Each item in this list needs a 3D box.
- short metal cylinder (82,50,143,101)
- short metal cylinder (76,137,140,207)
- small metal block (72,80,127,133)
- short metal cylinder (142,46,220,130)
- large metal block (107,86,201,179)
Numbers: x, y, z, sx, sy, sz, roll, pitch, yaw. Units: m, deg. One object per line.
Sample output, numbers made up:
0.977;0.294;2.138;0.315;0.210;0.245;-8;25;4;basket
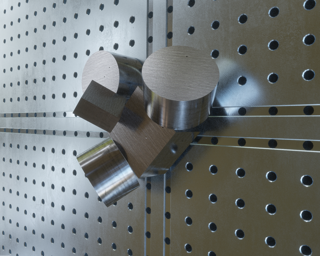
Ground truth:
-0.067;-0.066;0.444;0.080;0.050;0.079;0;90;40;short metal cylinder
-0.070;0.059;0.419;0.050;0.080;0.080;-32;70;-13;short metal cylinder
-0.073;-0.028;0.384;0.025;0.050;0.050;-53;16;29;small metal block
0.021;-0.045;0.342;0.080;0.081;0.050;51;158;28;short metal cylinder
-0.010;0.005;0.394;0.080;0.050;0.080;52;120;27;large metal block
